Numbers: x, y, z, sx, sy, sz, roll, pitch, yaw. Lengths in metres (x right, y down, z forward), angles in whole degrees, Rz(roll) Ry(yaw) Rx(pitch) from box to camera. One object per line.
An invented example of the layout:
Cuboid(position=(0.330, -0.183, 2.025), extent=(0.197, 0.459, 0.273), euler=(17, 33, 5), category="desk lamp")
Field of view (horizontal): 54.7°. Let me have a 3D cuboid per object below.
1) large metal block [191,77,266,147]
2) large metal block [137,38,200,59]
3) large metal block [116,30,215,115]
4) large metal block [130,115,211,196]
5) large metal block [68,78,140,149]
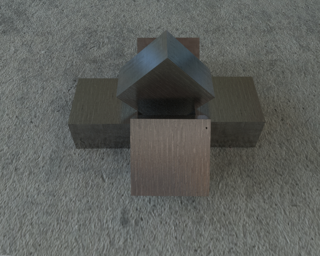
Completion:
Cuboid(position=(0.082, -0.022, 0.404), extent=(0.081, 0.050, 0.080), euler=(0, 50, 0), category="large metal block")
Cuboid(position=(0.011, -0.095, 0.441), extent=(0.081, 0.080, 0.050), euler=(0, 94, 0), category="large metal block")
Cuboid(position=(0.006, -0.054, 0.372), extent=(0.080, 0.080, 0.050), euler=(-32, 41, 32), category="large metal block")
Cuboid(position=(0.011, 0.027, 0.338), extent=(0.081, 0.079, 0.050), euler=(0, 7, 1), category="large metal block")
Cuboid(position=(-0.067, -0.020, 0.404), extent=(0.081, 0.050, 0.080), euler=(0, 50, -1), category="large metal block")
